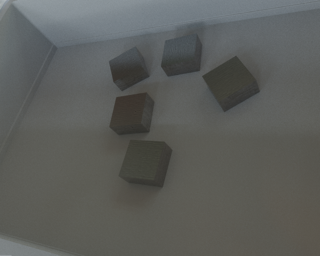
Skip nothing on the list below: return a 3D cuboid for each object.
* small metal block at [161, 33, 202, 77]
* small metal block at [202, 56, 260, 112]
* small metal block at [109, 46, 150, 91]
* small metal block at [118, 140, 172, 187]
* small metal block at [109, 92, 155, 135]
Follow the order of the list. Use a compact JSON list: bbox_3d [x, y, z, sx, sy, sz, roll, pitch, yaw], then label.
[{"bbox_3d":[0.032,-0.107,0.454,0.050,0.025,0.050,-6,59,25],"label":"small metal block"},{"bbox_3d":[0.089,-0.056,0.393,0.050,0.025,0.050,-31,52,8],"label":"small metal block"},{"bbox_3d":[-0.049,-0.094,0.489,0.050,0.025,0.050,-26,53,12],"label":"small metal block"},{"bbox_3d":[-0.018,0.044,0.388,0.050,0.025,0.050,2,62,29],"label":"small metal block"},{"bbox_3d":[-0.039,-0.020,0.438,0.050,0.025,0.050,-6,59,25],"label":"small metal block"}]
